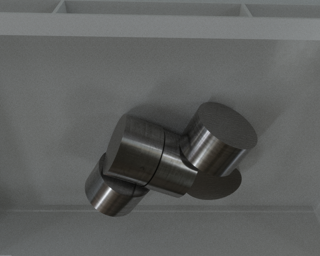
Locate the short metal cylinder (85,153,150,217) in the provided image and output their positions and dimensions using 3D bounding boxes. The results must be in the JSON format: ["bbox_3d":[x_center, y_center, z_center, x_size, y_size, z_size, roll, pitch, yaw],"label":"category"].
[{"bbox_3d":[-0.058,0.076,0.435,0.080,0.080,0.050,23,126,-19],"label":"short metal cylinder"}]

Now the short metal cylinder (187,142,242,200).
[{"bbox_3d":[0.071,0.058,0.440,0.081,0.050,0.079,0,130,0],"label":"short metal cylinder"}]

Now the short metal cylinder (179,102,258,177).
[{"bbox_3d":[0.071,0.013,0.383,0.081,0.080,0.050,18,128,-15],"label":"short metal cylinder"}]

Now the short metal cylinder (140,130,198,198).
[{"bbox_3d":[0.011,0.047,0.412,0.050,0.080,0.079,21,127,-17],"label":"short metal cylinder"}]

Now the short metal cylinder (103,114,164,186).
[{"bbox_3d":[-0.035,0.028,0.394,0.050,0.080,0.079,20,127,-17],"label":"short metal cylinder"}]
